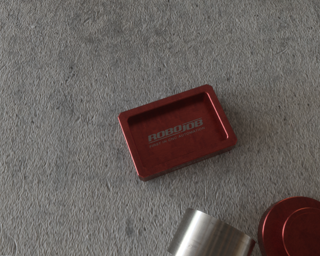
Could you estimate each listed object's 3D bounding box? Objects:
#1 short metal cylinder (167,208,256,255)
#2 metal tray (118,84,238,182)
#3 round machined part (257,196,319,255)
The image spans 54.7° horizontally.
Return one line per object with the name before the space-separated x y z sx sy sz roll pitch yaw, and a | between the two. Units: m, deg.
short metal cylinder | 0.054 0.128 0.333 0.080 0.080 0.050 26 72 9
metal tray | 0.021 0.005 0.403 0.131 0.030 0.090 -19 71 -7
round machined part | 0.167 0.127 0.354 0.099 0.042 0.098 0 70 0
